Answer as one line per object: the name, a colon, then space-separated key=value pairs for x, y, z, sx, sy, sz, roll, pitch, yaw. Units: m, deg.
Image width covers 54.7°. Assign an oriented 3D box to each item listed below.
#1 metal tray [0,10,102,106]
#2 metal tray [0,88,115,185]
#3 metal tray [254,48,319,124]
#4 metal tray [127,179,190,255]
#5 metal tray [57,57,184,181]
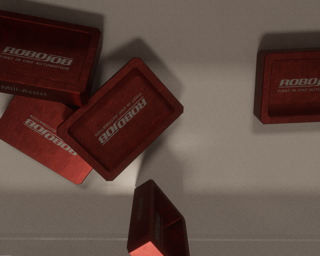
metal tray: x=-0.139 y=-0.080 z=0.348 sx=0.131 sy=0.090 sz=0.030 roll=10 pitch=155 yaw=-4
metal tray: x=-0.135 y=0.005 z=0.409 sx=0.130 sy=0.030 sz=0.090 roll=35 pitch=106 yaw=-13
metal tray: x=0.190 y=-0.054 z=0.391 sx=0.131 sy=0.030 sz=0.089 roll=-3 pitch=110 yaw=0
metal tray: x=0.001 y=0.136 z=0.406 sx=0.030 sy=0.130 sz=0.090 roll=-34 pitch=107 yaw=11
metal tray: x=-0.047 y=-0.011 z=0.380 sx=0.130 sy=0.030 sz=0.090 roll=-44 pitch=104 yaw=-6
